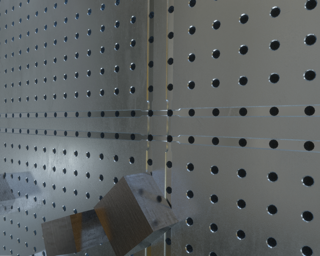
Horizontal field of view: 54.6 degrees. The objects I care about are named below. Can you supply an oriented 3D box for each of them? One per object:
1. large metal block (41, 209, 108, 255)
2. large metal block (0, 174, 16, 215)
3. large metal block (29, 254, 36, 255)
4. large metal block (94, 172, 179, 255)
[{"bbox_3d":[-0.120,0.156,0.475,0.080,0.081,0.050,-25,75,37],"label":"large metal block"},{"bbox_3d":[-0.386,0.153,0.695,0.080,0.081,0.050,47,118,29],"label":"large metal block"},{"bbox_3d":[-0.264,0.315,0.614,0.080,0.050,0.080,37,113,34],"label":"large metal block"},{"bbox_3d":[-0.035,0.118,0.423,0.080,0.050,0.080,-48,62,29],"label":"large metal block"}]
